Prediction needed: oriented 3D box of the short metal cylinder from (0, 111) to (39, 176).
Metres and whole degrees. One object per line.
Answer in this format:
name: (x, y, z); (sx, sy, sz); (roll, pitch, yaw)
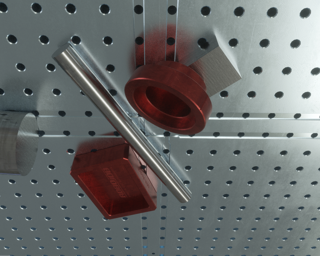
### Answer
short metal cylinder: (-0.191, 0.019, 0.389); (0.050, 0.080, 0.079); (4, 130, -4)

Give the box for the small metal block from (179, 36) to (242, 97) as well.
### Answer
small metal block: (0.057, -0.067, 0.355); (0.050, 0.025, 0.050); (-31, 124, 23)

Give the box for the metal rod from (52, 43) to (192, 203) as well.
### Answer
metal rod: (-0.034, 0.014, 0.422); (0.025, 0.025, 0.300); (-24, 127, 18)

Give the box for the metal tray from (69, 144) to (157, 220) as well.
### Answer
metal tray: (-0.067, 0.088, 0.482); (0.090, 0.030, 0.130); (-15, 129, 11)

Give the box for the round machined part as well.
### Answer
round machined part: (0.013, -0.037, 0.349); (0.098, 0.042, 0.098); (23, 155, 12)
